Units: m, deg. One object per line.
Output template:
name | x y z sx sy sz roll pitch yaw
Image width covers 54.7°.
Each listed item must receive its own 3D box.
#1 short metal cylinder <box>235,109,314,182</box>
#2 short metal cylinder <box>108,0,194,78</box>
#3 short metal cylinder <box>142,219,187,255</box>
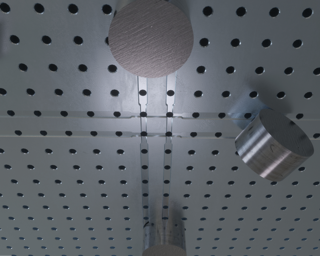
short metal cylinder | 0.144 0.021 0.395 0.080 0.080 0.050 21 127 -17
short metal cylinder | -0.008 -0.098 0.312 0.081 0.050 0.079 0 130 0
short metal cylinder | 0.008 0.215 0.578 0.081 0.050 0.079 0 130 0
